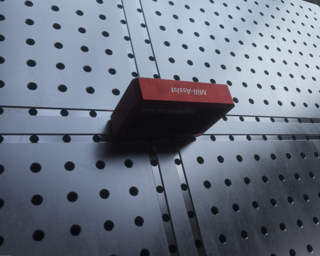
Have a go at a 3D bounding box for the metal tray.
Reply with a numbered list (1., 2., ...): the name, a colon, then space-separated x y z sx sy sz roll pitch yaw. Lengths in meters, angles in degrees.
1. metal tray: 0.015 -0.021 0.386 0.131 0.090 0.030 0 62 -28
